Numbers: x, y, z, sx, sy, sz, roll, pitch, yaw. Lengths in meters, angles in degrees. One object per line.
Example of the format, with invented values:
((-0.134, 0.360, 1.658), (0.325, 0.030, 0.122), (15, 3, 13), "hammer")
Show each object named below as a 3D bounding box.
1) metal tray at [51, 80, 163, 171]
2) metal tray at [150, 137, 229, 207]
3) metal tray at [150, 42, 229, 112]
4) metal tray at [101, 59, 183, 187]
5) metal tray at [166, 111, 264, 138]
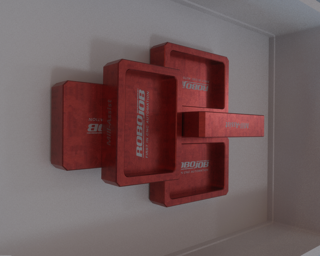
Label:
((-0.055, -0.002, 0.355), (0.131, 0.030, 0.089), (0, 90, -40), "metal tray")
((0.046, 0.056, 0.442), (0.131, 0.030, 0.089), (1, 90, -40), "metal tray")
((0.046, -0.064, 0.442), (0.131, 0.030, 0.089), (1, 90, -40), "metal tray")
((-0.018, -0.005, 0.348), (0.091, 0.030, 0.129), (1, 89, -40), "metal tray")
((0.068, -0.004, 0.420), (0.131, 0.090, 0.030), (1, 90, -40), "metal tray")
